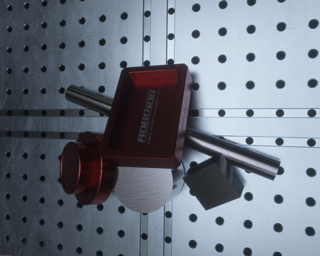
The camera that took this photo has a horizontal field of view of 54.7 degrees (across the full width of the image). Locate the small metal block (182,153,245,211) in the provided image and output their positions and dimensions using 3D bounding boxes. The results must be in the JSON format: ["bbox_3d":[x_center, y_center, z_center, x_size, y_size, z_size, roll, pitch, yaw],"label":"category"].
[{"bbox_3d":[0.064,0.065,0.374,0.050,0.025,0.050,-33,95,33],"label":"small metal block"}]

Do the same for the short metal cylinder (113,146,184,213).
[{"bbox_3d":[-0.014,0.064,0.400,0.080,0.050,0.079,0,90,20],"label":"short metal cylinder"}]

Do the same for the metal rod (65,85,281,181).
[{"bbox_3d":[0.003,-0.001,0.407,0.301,0.025,0.025,21,97,18],"label":"metal rod"}]

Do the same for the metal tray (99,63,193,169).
[{"bbox_3d":[-0.014,-0.017,0.379,0.090,0.030,0.130,0,61,19],"label":"metal tray"}]

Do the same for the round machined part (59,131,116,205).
[{"bbox_3d":[-0.100,0.052,0.410,0.098,0.042,0.097,-9,78,52],"label":"round machined part"}]
